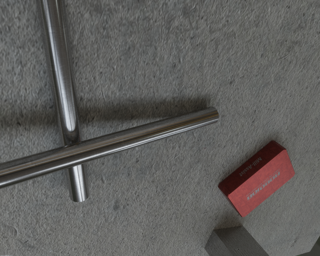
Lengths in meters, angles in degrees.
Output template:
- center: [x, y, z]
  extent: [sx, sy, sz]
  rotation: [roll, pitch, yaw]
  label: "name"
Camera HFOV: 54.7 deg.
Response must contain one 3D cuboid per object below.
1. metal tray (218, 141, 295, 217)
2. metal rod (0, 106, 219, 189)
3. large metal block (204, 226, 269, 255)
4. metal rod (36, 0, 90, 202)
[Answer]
- center: [0.178, 0.094, 0.562]
  extent: [0.130, 0.030, 0.090]
  rotation: [-39, 130, -2]
  label: "metal tray"
- center: [-0.052, 0.017, 0.364]
  extent: [0.303, 0.025, 0.025]
  rotation: [-16, 126, -29]
  label: "metal rod"
- center: [0.148, 0.243, 0.606]
  extent: [0.081, 0.080, 0.050]
  rotation: [4, 117, -31]
  label: "large metal block"
- center: [-0.101, -0.039, 0.327]
  extent: [0.025, 0.025, 0.298]
  rotation: [-13, 124, -22]
  label: "metal rod"
